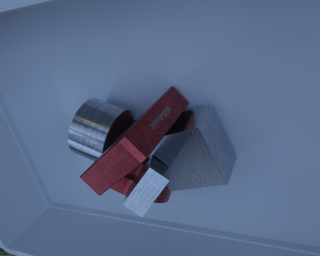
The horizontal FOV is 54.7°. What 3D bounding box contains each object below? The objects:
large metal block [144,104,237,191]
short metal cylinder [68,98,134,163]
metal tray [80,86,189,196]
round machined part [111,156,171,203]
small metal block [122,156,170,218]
[{"bbox_3d":[0.036,0.027,0.377,0.080,0.050,0.080,-15,115,34],"label":"large metal block"},{"bbox_3d":[-0.076,0.005,0.413,0.050,0.080,0.079,21,126,16],"label":"short metal cylinder"},{"bbox_3d":[-0.025,0.011,0.357,0.030,0.131,0.090,46,128,-5],"label":"metal tray"},{"bbox_3d":[-0.028,0.064,0.424,0.098,0.098,0.042,19,90,17],"label":"round machined part"},{"bbox_3d":[-0.014,0.064,0.348,0.025,0.050,0.050,35,97,-4],"label":"small metal block"}]
